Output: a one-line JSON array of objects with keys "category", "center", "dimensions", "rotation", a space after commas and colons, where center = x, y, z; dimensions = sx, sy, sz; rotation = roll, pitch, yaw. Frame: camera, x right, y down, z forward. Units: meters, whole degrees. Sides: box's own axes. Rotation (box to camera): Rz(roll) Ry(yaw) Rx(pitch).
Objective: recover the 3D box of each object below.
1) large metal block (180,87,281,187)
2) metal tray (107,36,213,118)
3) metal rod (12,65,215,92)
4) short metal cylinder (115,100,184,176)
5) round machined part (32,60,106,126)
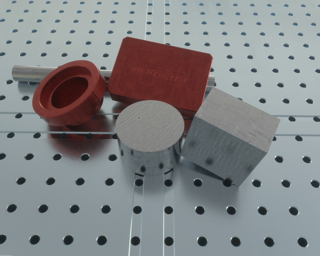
[{"category": "large metal block", "center": [0.077, 0.012, 0.356], "dimensions": [0.080, 0.080, 0.050], "rotation": [28, 55, 10]}, {"category": "metal tray", "center": [0.001, -0.072, 0.437], "dimensions": [0.131, 0.030, 0.090], "rotation": [13, 74, 5]}, {"category": "metal rod", "center": [-0.070, -0.075, 0.469], "dimensions": [0.302, 0.025, 0.025], "rotation": [3, 50, 2]}, {"category": "short metal cylinder", "center": [-0.012, 0.011, 0.382], "dimensions": [0.081, 0.050, 0.080], "rotation": [0, 50, 0]}, {"category": "round machined part", "center": [-0.116, -0.042, 0.417], "dimensions": [0.098, 0.042, 0.098], "rotation": [-12, 52, 15]}]
